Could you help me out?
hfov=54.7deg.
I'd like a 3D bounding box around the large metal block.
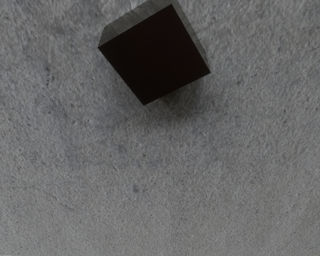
[{"bbox_3d":[-0.004,-0.082,0.321,0.080,0.050,0.080,-25,126,19],"label":"large metal block"}]
